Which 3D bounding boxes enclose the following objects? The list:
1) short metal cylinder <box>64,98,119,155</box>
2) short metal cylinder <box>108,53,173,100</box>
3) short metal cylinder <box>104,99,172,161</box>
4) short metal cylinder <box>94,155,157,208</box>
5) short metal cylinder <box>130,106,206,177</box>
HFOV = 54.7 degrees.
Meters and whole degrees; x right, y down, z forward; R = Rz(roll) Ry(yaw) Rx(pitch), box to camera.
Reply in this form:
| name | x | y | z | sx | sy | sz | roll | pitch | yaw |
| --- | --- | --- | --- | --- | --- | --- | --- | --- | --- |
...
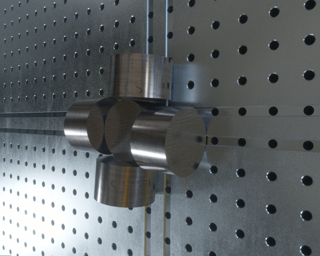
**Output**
| name | x | y | z | sx | sy | sz | roll | pitch | yaw |
| --- | --- | --- | --- | --- | --- | --- | --- | --- | --- |
| short metal cylinder | -0.089 | -0.003 | 0.447 | 0.050 | 0.081 | 0.079 | 2 | 92 | 39 |
| short metal cylinder | -0.025 | -0.062 | 0.394 | 0.080 | 0.081 | 0.050 | 4 | 92 | 40 |
| short metal cylinder | -0.029 | 0.003 | 0.418 | 0.080 | 0.050 | 0.080 | 0 | 90 | 38 |
| short metal cylinder | -0.045 | 0.068 | 0.409 | 0.080 | 0.081 | 0.050 | 8 | 95 | 39 |
| short metal cylinder | 0.012 | 0.014 | 0.364 | 0.050 | 0.081 | 0.079 | 5 | 93 | 39 |
